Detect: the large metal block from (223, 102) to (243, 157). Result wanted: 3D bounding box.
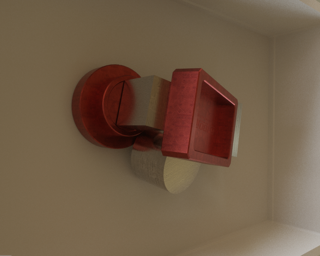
[{"bbox_3d":[0.071,-0.004,0.448,0.081,0.050,0.080,13,82,-40],"label":"large metal block"}]

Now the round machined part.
[{"bbox_3d":[-0.046,-0.025,0.356,0.099,0.042,0.097,0,90,-40],"label":"round machined part"}]

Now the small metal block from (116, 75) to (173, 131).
[{"bbox_3d":[-0.016,-0.024,0.321,0.025,0.050,0.050,16,80,-39],"label":"small metal block"}]

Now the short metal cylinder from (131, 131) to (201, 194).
[{"bbox_3d":[0.010,0.035,0.384,0.081,0.050,0.079,-23,121,-46],"label":"short metal cylinder"}]

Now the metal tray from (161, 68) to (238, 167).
[{"bbox_3d":[0.052,-0.005,0.355,0.131,0.030,0.090,19,77,-58],"label":"metal tray"}]
